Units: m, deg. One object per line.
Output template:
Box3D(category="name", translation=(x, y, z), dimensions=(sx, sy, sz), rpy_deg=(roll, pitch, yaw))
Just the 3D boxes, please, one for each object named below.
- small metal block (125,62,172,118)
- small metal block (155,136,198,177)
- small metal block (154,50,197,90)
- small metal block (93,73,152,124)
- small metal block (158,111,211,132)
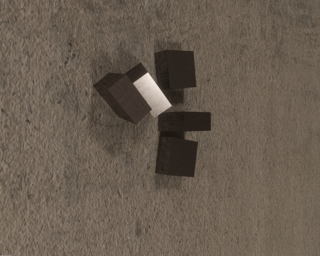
Box3D(category="small metal block", translation=(-0.015, -0.047, 0.374), dimensions=(0.025, 0.050, 0.050), rpy_deg=(-35, 118, 4))
Box3D(category="small metal block", translation=(0.024, 0.040, 0.427), dimensions=(0.050, 0.025, 0.050), rpy_deg=(12, 82, -40))
Box3D(category="small metal block", translation=(0.022, -0.079, 0.425), dimensions=(0.050, 0.025, 0.050), rpy_deg=(-9, 96, -40))
Box3D(category="small metal block", translation=(-0.043, -0.035, 0.351), dimensions=(0.025, 0.050, 0.050), rpy_deg=(-45, 118, -14))
Box3D(category="small metal block", translation=(0.033, -0.009, 0.418), dimensions=(0.050, 0.050, 0.025), rpy_deg=(-1, 91, -40))
